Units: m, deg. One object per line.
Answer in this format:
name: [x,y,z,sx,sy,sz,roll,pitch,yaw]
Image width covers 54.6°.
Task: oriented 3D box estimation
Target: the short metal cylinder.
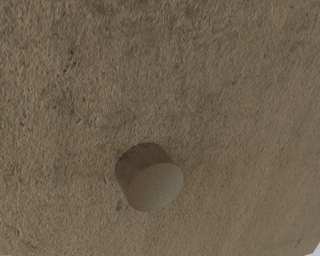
short metal cylinder: [-0.015,0.067,0.423,0.081,0.050,0.080,-14,124,-21]
